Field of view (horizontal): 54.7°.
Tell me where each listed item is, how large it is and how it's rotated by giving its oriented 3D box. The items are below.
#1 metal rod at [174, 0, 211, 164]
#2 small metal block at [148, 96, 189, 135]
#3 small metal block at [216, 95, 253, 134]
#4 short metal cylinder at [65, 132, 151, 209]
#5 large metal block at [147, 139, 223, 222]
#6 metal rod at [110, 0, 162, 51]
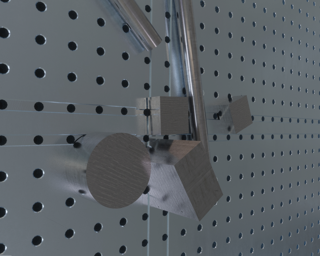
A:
[{"bbox_3d":[0.051,-0.043,0.452,0.025,0.025,0.298,-13,99,-39],"label":"metal rod"},{"bbox_3d":[0.012,-0.017,0.420,0.050,0.025,0.050,-3,92,-40],"label":"small metal block"},{"bbox_3d":[0.125,-0.023,0.514,0.050,0.025,0.050,-27,107,-37],"label":"small metal block"},{"bbox_3d":[-0.057,0.045,0.346,0.081,0.050,0.079,0,90,-40],"label":"short metal cylinder"},{"bbox_3d":[0.022,0.062,0.392,0.050,0.080,0.080,-38,113,-34],"label":"large metal block"},{"bbox_3d":[-0.092,-0.210,0.331,0.300,0.025,0.025,50,60,-28],"label":"metal rod"}]
